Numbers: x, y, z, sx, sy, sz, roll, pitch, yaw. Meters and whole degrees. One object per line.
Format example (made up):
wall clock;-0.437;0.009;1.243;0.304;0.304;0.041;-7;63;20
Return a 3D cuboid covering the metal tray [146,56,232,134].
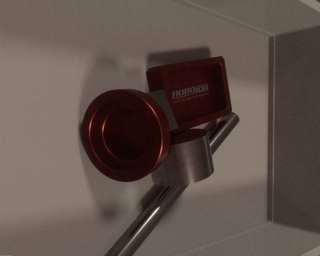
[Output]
metal tray;0.047;-0.050;0.444;0.131;0.030;0.089;-18;102;-39

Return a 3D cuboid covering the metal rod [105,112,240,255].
metal rod;0.028;0.075;0.432;0.301;0.025;0.025;-45;118;-31

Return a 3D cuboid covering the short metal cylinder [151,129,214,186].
short metal cylinder;0.025;0.035;0.394;0.081;0.080;0.050;-19;103;-39

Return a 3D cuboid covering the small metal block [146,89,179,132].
small metal block;-0.011;-0.013;0.375;0.025;0.050;0.050;-17;84;-41

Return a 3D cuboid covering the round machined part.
round machined part;-0.033;0.006;0.339;0.042;0.098;0.097;-18;103;-64
